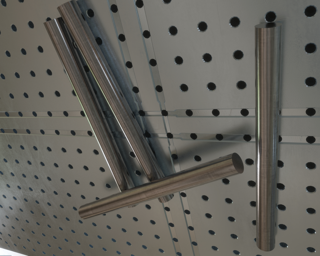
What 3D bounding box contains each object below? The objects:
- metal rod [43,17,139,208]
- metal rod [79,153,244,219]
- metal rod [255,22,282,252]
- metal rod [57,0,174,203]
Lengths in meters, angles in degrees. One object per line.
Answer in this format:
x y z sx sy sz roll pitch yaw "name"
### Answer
-0.090 -0.008 0.451 0.025 0.025 0.298 -6 116 30 "metal rod"
-0.020 0.092 0.443 0.299 0.025 0.025 -25 105 36 "metal rod"
0.125 0.032 0.364 0.025 0.025 0.298 5 121 25 "metal rod"
-0.052 -0.023 0.422 0.025 0.025 0.299 -13 112 33 "metal rod"
